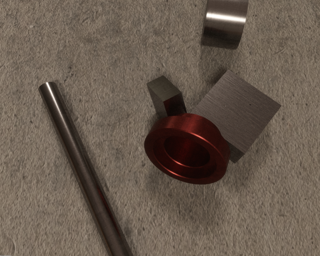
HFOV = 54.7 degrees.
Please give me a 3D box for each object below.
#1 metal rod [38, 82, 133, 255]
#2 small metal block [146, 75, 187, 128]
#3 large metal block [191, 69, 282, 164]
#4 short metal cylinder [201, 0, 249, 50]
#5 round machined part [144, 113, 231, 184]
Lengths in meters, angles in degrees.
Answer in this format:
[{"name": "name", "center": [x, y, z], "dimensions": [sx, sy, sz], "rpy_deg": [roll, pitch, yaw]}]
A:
[{"name": "metal rod", "center": [-0.086, 0.069, 0.381], "dimensions": [0.025, 0.025, 0.299], "rpy_deg": [-26, 72, -9]}, {"name": "small metal block", "center": [0.010, -0.032, 0.397], "dimensions": [0.025, 0.050, 0.050], "rpy_deg": [-28, 42, -10]}, {"name": "large metal block", "center": [0.093, -0.014, 0.401], "dimensions": [0.080, 0.050, 0.080], "rpy_deg": [38, 74, 12]}, {"name": "short metal cylinder", "center": [0.089, -0.154, 0.437], "dimensions": [0.050, 0.080, 0.080], "rpy_deg": [9, 70, 3]}, {"name": "round machined part", "center": [0.035, 0.021, 0.366], "dimensions": [0.098, 0.097, 0.042], "rpy_deg": [22, 52, 7]}]
